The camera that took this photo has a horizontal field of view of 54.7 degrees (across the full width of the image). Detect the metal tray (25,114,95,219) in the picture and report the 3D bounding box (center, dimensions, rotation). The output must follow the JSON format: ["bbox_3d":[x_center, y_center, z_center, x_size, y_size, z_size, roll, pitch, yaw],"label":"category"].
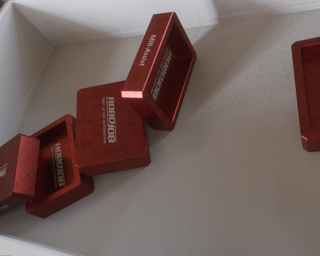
[{"bbox_3d":[-0.150,0.052,0.449,0.090,0.030,0.130,-29,52,9],"label":"metal tray"}]

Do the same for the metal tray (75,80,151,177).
[{"bbox_3d":[-0.066,-0.004,0.424,0.090,0.030,0.130,-11,55,2],"label":"metal tray"}]

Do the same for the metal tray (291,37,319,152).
[{"bbox_3d":[0.193,-0.042,0.326,0.090,0.030,0.130,-6,59,24],"label":"metal tray"}]

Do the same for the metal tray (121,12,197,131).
[{"bbox_3d":[0.005,-0.073,0.406,0.030,0.090,0.130,5,64,30],"label":"metal tray"}]

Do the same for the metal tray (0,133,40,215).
[{"bbox_3d":[-0.226,0.073,0.448,0.130,0.030,0.090,-26,56,33],"label":"metal tray"}]
